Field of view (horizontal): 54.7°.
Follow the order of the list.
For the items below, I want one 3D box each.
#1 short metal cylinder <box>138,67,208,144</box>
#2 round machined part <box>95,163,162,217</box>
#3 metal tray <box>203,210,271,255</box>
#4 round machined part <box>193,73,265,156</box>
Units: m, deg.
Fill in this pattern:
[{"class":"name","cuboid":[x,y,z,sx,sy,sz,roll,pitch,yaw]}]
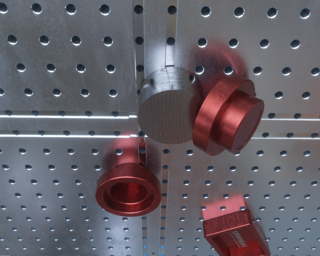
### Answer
[{"class":"short metal cylinder","cuboid":[0.015,-0.026,0.373,0.081,0.050,0.079,0,130,0]},{"class":"round machined part","cuboid":[-0.047,0.092,0.478,0.099,0.042,0.097,-1,130,0]},{"class":"metal tray","cuboid":[0.148,0.213,0.591,0.090,0.030,0.130,-22,127,17]},{"class":"round machined part","cuboid":[0.084,-0.010,0.356,0.042,0.099,0.097,31,138,29]}]
